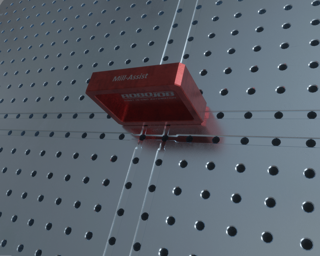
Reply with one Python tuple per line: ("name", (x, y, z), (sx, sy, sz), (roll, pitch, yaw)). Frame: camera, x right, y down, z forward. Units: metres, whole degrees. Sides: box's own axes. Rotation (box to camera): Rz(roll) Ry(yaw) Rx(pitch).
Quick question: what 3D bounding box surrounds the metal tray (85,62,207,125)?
("metal tray", (-0.016, -0.038, 0.397), (0.130, 0.090, 0.030), (-1, 62, 27))
